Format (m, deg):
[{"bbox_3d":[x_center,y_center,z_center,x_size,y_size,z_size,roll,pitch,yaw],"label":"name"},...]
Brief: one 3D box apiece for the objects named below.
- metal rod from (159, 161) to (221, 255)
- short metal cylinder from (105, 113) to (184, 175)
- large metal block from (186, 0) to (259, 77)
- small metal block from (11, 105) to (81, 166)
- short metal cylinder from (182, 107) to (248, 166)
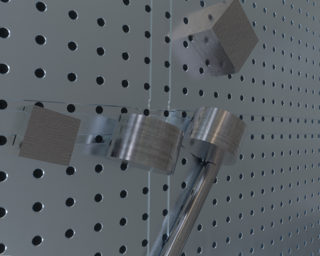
[{"bbox_3d":[0.031,0.144,0.435,0.025,0.025,0.300,45,63,-31],"label":"metal rod"},{"bbox_3d":[-0.017,0.020,0.360,0.080,0.080,0.050,25,74,-37],"label":"short metal cylinder"},{"bbox_3d":[0.098,-0.137,0.475,0.080,0.050,0.080,51,60,-28],"label":"large metal block"},{"bbox_3d":[-0.114,0.008,0.314,0.050,0.025,0.050,20,77,-38],"label":"small metal block"},{"bbox_3d":[0.077,0.013,0.438,0.080,0.080,0.050,38,67,-34],"label":"short metal cylinder"}]
